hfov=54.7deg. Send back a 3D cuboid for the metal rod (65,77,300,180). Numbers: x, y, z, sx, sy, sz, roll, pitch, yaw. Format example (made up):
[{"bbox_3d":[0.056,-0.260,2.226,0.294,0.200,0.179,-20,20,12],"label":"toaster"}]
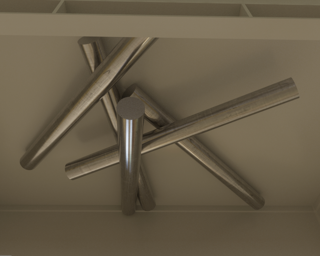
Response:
[{"bbox_3d":[0.013,0.008,0.381,0.301,0.025,0.025,-21,127,16],"label":"metal rod"}]

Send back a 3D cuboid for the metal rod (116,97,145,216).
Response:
[{"bbox_3d":[-0.039,0.059,0.399,0.025,0.025,0.298,4,149,-4],"label":"metal rod"}]

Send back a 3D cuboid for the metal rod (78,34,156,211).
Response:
[{"bbox_3d":[-0.047,0.017,0.422,0.025,0.025,0.298,-9,130,7],"label":"metal rod"}]

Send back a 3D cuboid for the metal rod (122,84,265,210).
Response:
[{"bbox_3d":[0.063,0.041,0.445,0.025,0.025,0.301,-35,123,25],"label":"metal rod"}]

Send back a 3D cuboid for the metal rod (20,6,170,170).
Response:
[{"bbox_3d":[-0.096,-0.024,0.360,0.025,0.025,0.299,32,131,-25],"label":"metal rod"}]
